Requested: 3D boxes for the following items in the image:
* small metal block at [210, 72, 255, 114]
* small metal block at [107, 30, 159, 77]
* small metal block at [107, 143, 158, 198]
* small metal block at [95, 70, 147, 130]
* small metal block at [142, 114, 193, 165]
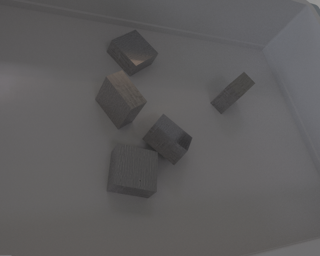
[{"bbox_3d":[0.113,-0.054,0.484,0.025,0.050,0.050,48,51,5],"label":"small metal block"},{"bbox_3d":[-0.040,-0.110,0.451,0.050,0.025,0.050,47,51,5],"label":"small metal block"},{"bbox_3d":[-0.031,0.050,0.358,0.050,0.025,0.050,15,56,-20],"label":"small metal block"},{"bbox_3d":[-0.049,-0.034,0.384,0.025,0.050,0.050,-32,80,-38],"label":"small metal block"},{"bbox_3d":[0.011,0.013,0.389,0.050,0.025,0.050,40,21,-1],"label":"small metal block"}]
